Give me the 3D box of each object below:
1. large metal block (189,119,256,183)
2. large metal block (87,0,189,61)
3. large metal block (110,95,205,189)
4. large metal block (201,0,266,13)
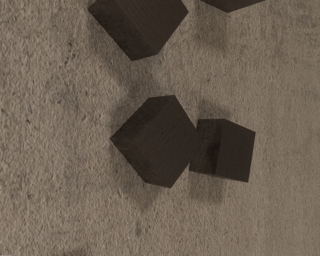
[{"bbox_3d":[0.096,0.035,0.472,0.080,0.050,0.080,19,78,-39],"label":"large metal block"},{"bbox_3d":[-0.023,-0.140,0.370,0.080,0.050,0.080,47,62,-30],"label":"large metal block"},{"bbox_3d":[-0.001,0.016,0.390,0.080,0.050,0.080,-50,120,-29],"label":"large metal block"},{"bbox_3d":[0.110,-0.219,0.463,0.081,0.080,0.050,4,88,-40],"label":"large metal block"}]
